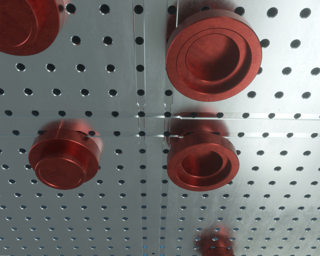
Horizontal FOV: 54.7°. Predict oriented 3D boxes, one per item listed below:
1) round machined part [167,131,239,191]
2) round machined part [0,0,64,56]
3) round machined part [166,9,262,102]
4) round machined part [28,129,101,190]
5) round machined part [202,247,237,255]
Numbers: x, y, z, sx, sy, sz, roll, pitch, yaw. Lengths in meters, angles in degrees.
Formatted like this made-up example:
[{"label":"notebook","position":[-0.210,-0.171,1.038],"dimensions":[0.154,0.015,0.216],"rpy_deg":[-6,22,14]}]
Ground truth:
[{"label":"round machined part","position":[0.059,0.043,0.438],"dimensions":[0.099,0.042,0.097],"rpy_deg":[-1,130,0]},{"label":"round machined part","position":[-0.148,-0.114,0.301],"dimensions":[0.099,0.042,0.097],"rpy_deg":[-1,130,0]},{"label":"round machined part","position":[0.055,-0.079,0.334],"dimensions":[0.099,0.042,0.097],"rpy_deg":[-1,130,0]},{"label":"round machined part","position":[-0.137,0.051,0.442],"dimensions":[0.099,0.042,0.097],"rpy_deg":[-1,130,0]},{"label":"round machined part","position":[0.124,0.286,0.646],"dimensions":[0.099,0.042,0.097],"rpy_deg":[-1,130,0]}]
